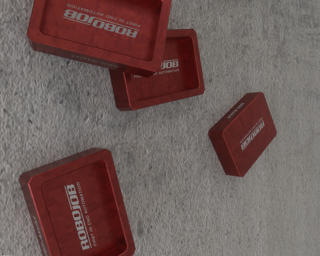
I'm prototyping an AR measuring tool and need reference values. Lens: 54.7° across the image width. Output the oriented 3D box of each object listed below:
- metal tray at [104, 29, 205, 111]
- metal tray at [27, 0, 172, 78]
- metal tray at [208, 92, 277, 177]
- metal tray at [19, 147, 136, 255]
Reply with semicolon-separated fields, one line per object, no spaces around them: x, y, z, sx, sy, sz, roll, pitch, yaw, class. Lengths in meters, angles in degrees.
-0.001;-0.078;0.399;0.131;0.030;0.089;-17;101;-39;metal tray
-0.059;-0.112;0.321;0.131;0.030;0.090;11;82;-17;metal tray
0.143;0.009;0.521;0.131;0.030;0.090;-41;115;-32;metal tray
-0.083;0.095;0.331;0.091;0.030;0.129;-21;103;-38;metal tray
